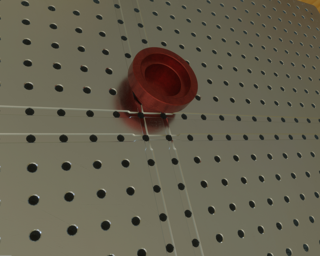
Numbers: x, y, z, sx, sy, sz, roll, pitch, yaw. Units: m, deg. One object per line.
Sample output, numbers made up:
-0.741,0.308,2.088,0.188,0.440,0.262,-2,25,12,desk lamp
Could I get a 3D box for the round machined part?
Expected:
0.001,-0.063,0.438,0.099,0.042,0.098,14,56,-21,round machined part
